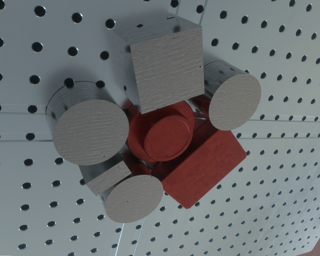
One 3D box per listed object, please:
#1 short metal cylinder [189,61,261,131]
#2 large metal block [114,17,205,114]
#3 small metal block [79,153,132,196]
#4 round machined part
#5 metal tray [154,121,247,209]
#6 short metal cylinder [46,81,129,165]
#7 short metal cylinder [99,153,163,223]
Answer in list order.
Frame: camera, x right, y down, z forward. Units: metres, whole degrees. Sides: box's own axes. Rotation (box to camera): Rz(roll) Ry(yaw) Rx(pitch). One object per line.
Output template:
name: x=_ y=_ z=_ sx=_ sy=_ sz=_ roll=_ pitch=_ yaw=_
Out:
short metal cylinder: x=0.086 y=-0.043 z=0.414 sx=0.081 sy=0.050 sz=0.079 roll=-14 pitch=124 yaw=-21
large metal block: x=0.001 y=-0.072 z=0.351 sx=0.081 sy=0.050 sz=0.079 roll=-20 pitch=126 yaw=-17
small metal block: x=-0.070 y=0.048 z=0.385 sx=0.050 sy=0.050 sz=0.025 roll=-33 pitch=129 yaw=-7
round machined part: x=0.003 y=0.004 z=0.404 sx=0.099 sy=0.042 sz=0.097 roll=-14 pitch=124 yaw=-21
metal tray: x=0.062 y=0.055 z=0.475 sx=0.130 sy=0.030 sz=0.090 roll=-42 pitch=129 yaw=0
short metal cylinder: x=-0.081 y=-0.005 z=0.346 sx=0.081 sy=0.050 sz=0.079 roll=-14 pitch=124 yaw=-21
short metal cylinder: x=-0.042 y=0.081 z=0.421 sx=0.081 sy=0.050 sz=0.079 roll=-14 pitch=124 yaw=-21
